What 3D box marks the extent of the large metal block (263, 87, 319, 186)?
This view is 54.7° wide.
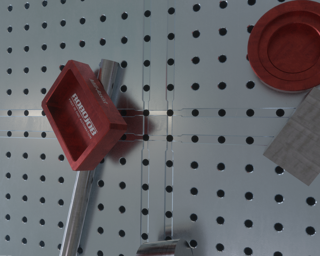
[{"bbox_3d":[0.156,0.008,0.328,0.050,0.080,0.080,37,102,16],"label":"large metal block"}]

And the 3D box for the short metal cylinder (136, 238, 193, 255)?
[{"bbox_3d":[0.008,0.181,0.380,0.050,0.080,0.080,-14,85,19],"label":"short metal cylinder"}]

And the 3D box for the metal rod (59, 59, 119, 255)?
[{"bbox_3d":[-0.104,0.050,0.449,0.025,0.025,0.298,15,95,19],"label":"metal rod"}]

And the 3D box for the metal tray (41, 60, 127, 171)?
[{"bbox_3d":[-0.108,-0.018,0.422,0.090,0.030,0.130,-48,60,24],"label":"metal tray"}]

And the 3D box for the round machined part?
[{"bbox_3d":[0.151,-0.088,0.350,0.098,0.042,0.097,0,90,20],"label":"round machined part"}]
